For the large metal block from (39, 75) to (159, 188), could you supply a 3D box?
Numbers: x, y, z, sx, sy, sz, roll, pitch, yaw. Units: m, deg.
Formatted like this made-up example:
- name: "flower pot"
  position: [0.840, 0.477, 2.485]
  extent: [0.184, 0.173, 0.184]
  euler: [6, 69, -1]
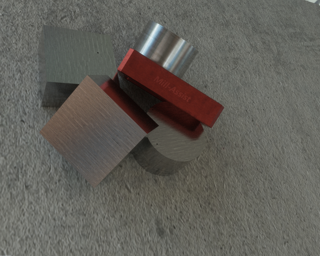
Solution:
- name: "large metal block"
  position: [-0.062, 0.001, 0.327]
  extent: [0.080, 0.080, 0.050]
  euler: [45, 15, 2]

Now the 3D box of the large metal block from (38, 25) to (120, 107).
- name: "large metal block"
  position: [-0.101, -0.071, 0.376]
  extent: [0.081, 0.050, 0.080]
  euler: [1, 61, -28]

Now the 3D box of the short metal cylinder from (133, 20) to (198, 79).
- name: "short metal cylinder"
  position: [0.006, -0.106, 0.432]
  extent: [0.080, 0.050, 0.080]
  euler: [31, 11, -6]

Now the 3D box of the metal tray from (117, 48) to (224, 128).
- name: "metal tray"
  position: [0.010, -0.049, 0.400]
  extent: [0.130, 0.090, 0.030]
  euler: [31, 92, -8]

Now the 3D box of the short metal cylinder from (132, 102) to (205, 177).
- name: "short metal cylinder"
  position: [0.009, 0.014, 0.386]
  extent: [0.081, 0.050, 0.080]
  euler: [14, 56, -21]
